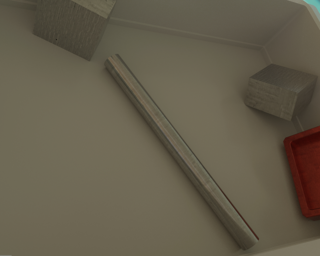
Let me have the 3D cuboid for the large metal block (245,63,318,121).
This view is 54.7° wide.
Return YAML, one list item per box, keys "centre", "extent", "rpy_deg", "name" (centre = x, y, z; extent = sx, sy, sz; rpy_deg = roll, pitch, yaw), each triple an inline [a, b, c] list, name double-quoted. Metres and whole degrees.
- centre: [0.201, -0.062, 0.515]
  extent: [0.080, 0.050, 0.081]
  rpy_deg: [27, 42, 34]
  name: "large metal block"

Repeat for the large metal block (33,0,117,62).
- centre: [-0.110, -0.146, 0.401]
  extent: [0.080, 0.080, 0.050]
  rpy_deg: [25, 53, -14]
  name: "large metal block"

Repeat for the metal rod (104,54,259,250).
- centre: [0.022, 0.024, 0.404]
  extent: [0.025, 0.025, 0.299]
  rpy_deg: [-30, 78, -38]
  name: "metal rod"

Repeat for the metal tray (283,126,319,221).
- centre: [0.245, 0.062, 0.458]
  extent: [0.030, 0.090, 0.130]
  rpy_deg: [28, 48, -40]
  name: "metal tray"
